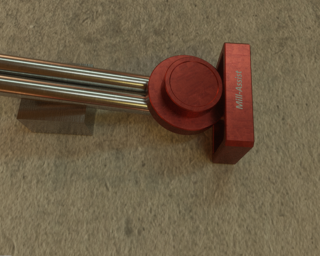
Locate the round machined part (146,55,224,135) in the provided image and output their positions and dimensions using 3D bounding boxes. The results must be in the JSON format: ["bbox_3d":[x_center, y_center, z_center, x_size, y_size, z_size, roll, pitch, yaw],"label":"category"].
[{"bbox_3d":[0.035,-0.044,0.365,0.099,0.042,0.098,3,72,-11],"label":"round machined part"}]

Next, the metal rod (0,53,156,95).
[{"bbox_3d":[-0.064,-0.060,0.382,0.302,0.025,0.025,7,70,-12],"label":"metal rod"}]

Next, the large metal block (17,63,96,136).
[{"bbox_3d":[-0.128,-0.038,0.404,0.081,0.050,0.080,3,70,1],"label":"large metal block"}]

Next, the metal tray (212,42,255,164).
[{"bbox_3d":[0.087,-0.028,0.385,0.030,0.090,0.130,3,70,1],"label":"metal tray"}]

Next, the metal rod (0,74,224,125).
[{"bbox_3d":[-0.066,-0.034,0.373,0.302,0.025,0.025,7,70,-11],"label":"metal rod"}]
